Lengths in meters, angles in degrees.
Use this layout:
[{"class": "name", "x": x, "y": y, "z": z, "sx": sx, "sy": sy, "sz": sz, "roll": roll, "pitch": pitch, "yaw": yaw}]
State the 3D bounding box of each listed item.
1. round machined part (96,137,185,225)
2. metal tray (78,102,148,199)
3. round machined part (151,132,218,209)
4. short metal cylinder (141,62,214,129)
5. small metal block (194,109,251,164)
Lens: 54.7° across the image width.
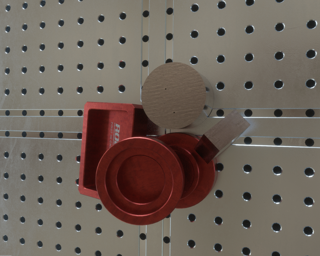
[{"class": "round machined part", "x": -0.020, "y": 0.058, "z": 0.359, "sx": 0.098, "sy": 0.042, "sz": 0.097, "roll": 0, "pitch": 92, "yaw": 9}, {"class": "metal tray", "x": -0.065, "y": 0.031, "z": 0.420, "sx": 0.090, "sy": 0.030, "sz": 0.129, "roll": 6, "pitch": 92, "yaw": 34}, {"class": "round machined part", "x": 0.021, "y": 0.054, "z": 0.394, "sx": 0.098, "sy": 0.042, "sz": 0.097, "roll": 0, "pitch": 90, "yaw": 19}, {"class": "short metal cylinder", "x": 0.023, "y": -0.038, "z": 0.390, "sx": 0.080, "sy": 0.050, "sz": 0.079, "roll": 0, "pitch": 90, "yaw": 19}, {"class": "small metal block", "x": 0.072, "y": 0.011, "z": 0.363, "sx": 0.050, "sy": 0.050, "sz": 0.025, "roll": -37, "pitch": 76, "yaw": -20}]
